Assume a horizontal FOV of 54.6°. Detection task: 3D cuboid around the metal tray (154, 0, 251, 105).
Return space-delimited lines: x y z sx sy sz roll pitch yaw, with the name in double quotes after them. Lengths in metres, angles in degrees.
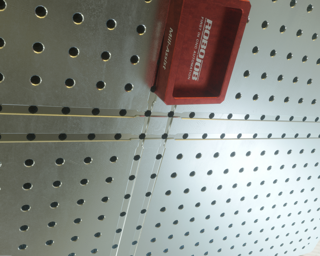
0.049 -0.093 0.376 0.091 0.030 0.129 -4 120 -27 "metal tray"
